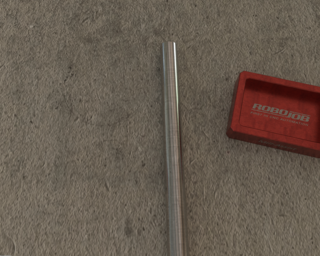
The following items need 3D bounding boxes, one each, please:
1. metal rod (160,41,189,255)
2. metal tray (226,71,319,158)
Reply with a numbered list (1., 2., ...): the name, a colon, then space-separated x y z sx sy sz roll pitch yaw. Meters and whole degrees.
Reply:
1. metal rod: 0.017 0.022 0.400 0.025 0.025 0.299 -1 70 -1
2. metal tray: 0.162 -0.019 0.414 0.131 0.030 0.090 13 70 4
